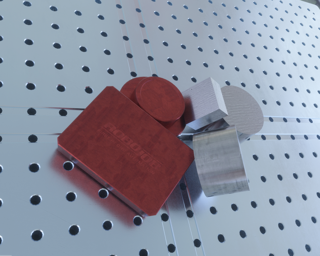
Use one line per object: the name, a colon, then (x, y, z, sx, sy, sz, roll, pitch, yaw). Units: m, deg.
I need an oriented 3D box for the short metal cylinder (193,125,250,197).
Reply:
short metal cylinder: (0.075, 0.040, 0.376, 0.050, 0.080, 0.080, -13, 60, 14)

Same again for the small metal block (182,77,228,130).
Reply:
small metal block: (0.057, -0.032, 0.414, 0.025, 0.050, 0.050, 27, 45, -48)

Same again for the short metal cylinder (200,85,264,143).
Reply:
short metal cylinder: (0.102, -0.015, 0.452, 0.081, 0.050, 0.080, 14, 56, -21)

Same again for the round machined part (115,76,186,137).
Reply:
round machined part: (-0.007, -0.028, 0.406, 0.099, 0.042, 0.098, 14, 56, -21)

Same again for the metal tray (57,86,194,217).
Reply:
metal tray: (-0.036, 0.026, 0.350, 0.130, 0.030, 0.090, 39, 66, -3)
